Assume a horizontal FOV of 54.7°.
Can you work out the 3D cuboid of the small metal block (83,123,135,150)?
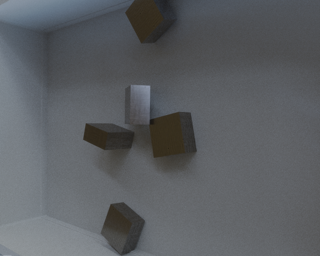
[{"bbox_3d":[-0.075,0.011,0.452,0.050,0.050,0.025,19,103,38],"label":"small metal block"}]

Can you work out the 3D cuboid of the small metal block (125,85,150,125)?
[{"bbox_3d":[-0.031,-0.030,0.417,0.050,0.025,0.050,-174,85,-76],"label":"small metal block"}]

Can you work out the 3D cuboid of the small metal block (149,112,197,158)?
[{"bbox_3d":[0.016,0.009,0.394,0.050,0.025,0.050,-14,81,39],"label":"small metal block"}]

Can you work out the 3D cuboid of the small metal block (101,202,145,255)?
[{"bbox_3d":[-0.055,0.144,0.449,0.050,0.025,0.050,29,104,39],"label":"small metal block"}]

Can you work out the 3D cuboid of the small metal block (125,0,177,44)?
[{"bbox_3d":[-0.013,-0.147,0.408,0.050,0.025,0.050,-35,79,44],"label":"small metal block"}]
